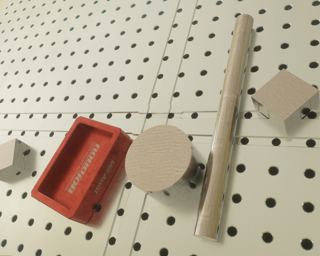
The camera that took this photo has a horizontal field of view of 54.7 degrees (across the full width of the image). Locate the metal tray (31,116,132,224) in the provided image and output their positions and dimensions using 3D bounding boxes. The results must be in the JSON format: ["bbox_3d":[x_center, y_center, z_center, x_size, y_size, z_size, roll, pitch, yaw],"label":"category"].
[{"bbox_3d":[-0.108,0.053,0.427,0.090,0.030,0.130,16,70,34],"label":"metal tray"}]

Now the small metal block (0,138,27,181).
[{"bbox_3d":[-0.247,0.051,0.504,0.050,0.025,0.050,-22,54,14],"label":"small metal block"}]

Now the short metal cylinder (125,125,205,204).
[{"bbox_3d":[0.007,0.043,0.361,0.080,0.050,0.080,-13,57,20],"label":"short metal cylinder"}]

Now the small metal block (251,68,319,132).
[{"bbox_3d":[0.142,-0.033,0.353,0.050,0.025,0.050,-41,51,0],"label":"small metal block"}]

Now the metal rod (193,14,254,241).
[{"bbox_3d":[0.083,-0.020,0.376,0.025,0.025,0.300,2,62,28],"label":"metal rod"}]
